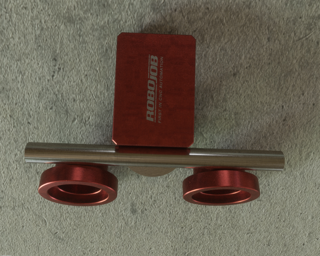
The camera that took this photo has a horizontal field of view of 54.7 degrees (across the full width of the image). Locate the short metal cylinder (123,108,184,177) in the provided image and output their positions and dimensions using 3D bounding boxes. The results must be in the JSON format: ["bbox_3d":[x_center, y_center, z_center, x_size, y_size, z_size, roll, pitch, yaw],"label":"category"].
[{"bbox_3d":[-0.009,0.016,0.404,0.081,0.050,0.079,0,110,-1],"label":"short metal cylinder"}]

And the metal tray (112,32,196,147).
[{"bbox_3d":[-0.006,-0.043,0.364,0.091,0.030,0.129,2,84,-2],"label":"metal tray"}]

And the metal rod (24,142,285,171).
[{"bbox_3d":[-0.005,0.035,0.371,0.302,0.025,0.025,2,110,-2],"label":"metal rod"}]

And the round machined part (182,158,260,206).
[{"bbox_3d":[0.079,0.071,0.411,0.099,0.042,0.098,0,153,0],"label":"round machined part"}]

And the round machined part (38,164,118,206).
[{"bbox_3d":[-0.105,0.068,0.408,0.099,0.042,0.098,-1,149,0],"label":"round machined part"}]
